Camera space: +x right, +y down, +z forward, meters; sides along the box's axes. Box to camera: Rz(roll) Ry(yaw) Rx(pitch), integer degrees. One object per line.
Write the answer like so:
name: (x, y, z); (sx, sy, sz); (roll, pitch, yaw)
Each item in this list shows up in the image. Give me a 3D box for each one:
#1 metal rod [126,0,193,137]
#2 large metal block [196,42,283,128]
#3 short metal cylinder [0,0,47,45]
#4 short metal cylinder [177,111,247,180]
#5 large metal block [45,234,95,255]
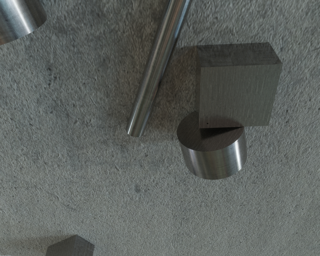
metal rod: (0.011, -0.105, 0.317); (0.025, 0.025, 0.298); (13, 129, -11)
large metal block: (0.083, -0.047, 0.351); (0.080, 0.050, 0.079); (-2, 130, 1)
short metal cylinder: (-0.150, -0.111, 0.275); (0.080, 0.080, 0.050); (-9, 130, 7)
short metal cylinder: (0.066, 0.017, 0.387); (0.080, 0.080, 0.050); (-11, 130, 9)
large metal block: (-0.179, 0.264, 0.594); (0.080, 0.080, 0.050); (-28, 125, 22)
